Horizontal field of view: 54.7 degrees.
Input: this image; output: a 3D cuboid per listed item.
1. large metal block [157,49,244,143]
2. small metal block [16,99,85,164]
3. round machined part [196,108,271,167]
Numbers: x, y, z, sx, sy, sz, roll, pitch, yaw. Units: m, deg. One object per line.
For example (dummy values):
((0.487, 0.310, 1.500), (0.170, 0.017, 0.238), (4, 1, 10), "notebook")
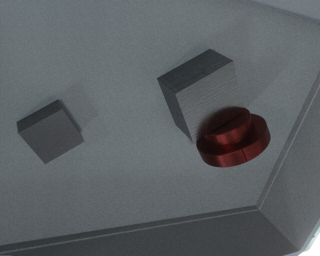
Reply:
((0.054, -0.042, 0.398), (0.080, 0.050, 0.080), (-31, 129, -9), "large metal block")
((-0.121, 0.005, 0.346), (0.050, 0.025, 0.050), (-31, 129, -9), "small metal block")
((0.095, 0.006, 0.422), (0.098, 0.098, 0.042), (-31, 114, -9), "round machined part")
